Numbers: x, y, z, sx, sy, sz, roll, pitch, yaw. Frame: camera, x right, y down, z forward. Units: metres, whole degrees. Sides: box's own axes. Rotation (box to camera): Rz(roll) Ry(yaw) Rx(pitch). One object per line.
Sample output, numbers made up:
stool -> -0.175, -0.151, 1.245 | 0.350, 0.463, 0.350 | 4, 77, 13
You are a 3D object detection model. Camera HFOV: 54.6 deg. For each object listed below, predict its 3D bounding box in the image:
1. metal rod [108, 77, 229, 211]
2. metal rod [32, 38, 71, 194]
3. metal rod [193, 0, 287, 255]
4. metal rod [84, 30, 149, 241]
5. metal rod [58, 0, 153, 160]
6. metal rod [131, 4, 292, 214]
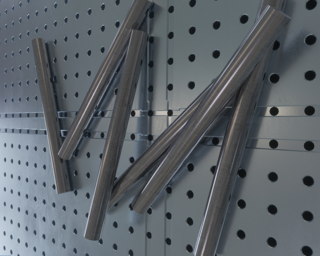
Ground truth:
metal rod -> -0.012, 0.039, 0.419 | 0.299, 0.025, 0.025 | -46, 63, 30
metal rod -> -0.204, -0.027, 0.580 | 0.025, 0.025, 0.299 | -22, 76, 38
metal rod -> 0.084, 0.007, 0.340 | 0.025, 0.025, 0.298 | 21, 103, 38
metal rod -> -0.062, 0.012, 0.440 | 0.025, 0.025, 0.298 | 16, 93, 39
metal rod -> -0.095, -0.066, 0.489 | 0.025, 0.025, 0.298 | 48, 118, 29
metal rod -> 0.039, 0.003, 0.356 | 0.025, 0.025, 0.298 | 51, 126, 28
